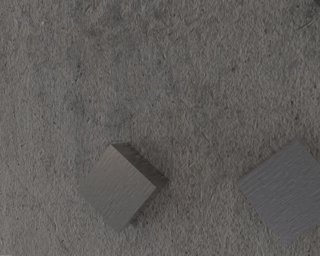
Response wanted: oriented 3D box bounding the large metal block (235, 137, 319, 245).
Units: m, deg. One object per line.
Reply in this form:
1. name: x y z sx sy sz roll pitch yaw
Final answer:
1. large metal block: 0.144 0.067 0.345 0.080 0.050 0.080 -40 77 15

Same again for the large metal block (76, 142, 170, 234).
1. large metal block: -0.049 0.076 0.413 0.080 0.050 0.080 41 103 15

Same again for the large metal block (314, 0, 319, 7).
1. large metal block: 0.205 -0.164 0.323 0.080 0.050 0.080 -40 78 15
